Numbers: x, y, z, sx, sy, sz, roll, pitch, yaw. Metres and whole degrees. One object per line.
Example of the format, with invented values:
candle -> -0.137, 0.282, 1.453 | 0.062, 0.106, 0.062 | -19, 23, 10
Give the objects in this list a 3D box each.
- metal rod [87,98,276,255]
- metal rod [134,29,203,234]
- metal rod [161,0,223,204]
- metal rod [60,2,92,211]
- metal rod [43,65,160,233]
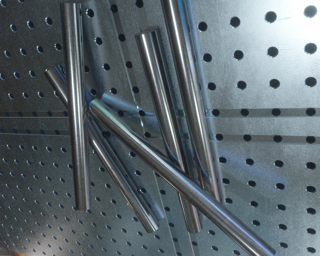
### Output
metal rod -> 0.017, 0.061, 0.402 | 0.300, 0.025, 0.025 | 40, 130, 15
metal rod -> 0.018, 0.022, 0.413 | 0.025, 0.025, 0.298 | -1, 118, 28
metal rod -> 0.045, -0.010, 0.380 | 0.025, 0.025, 0.298 | 0, 119, 28
metal rod -> -0.114, -0.014, 0.431 | 0.025, 0.025, 0.298 | 12, 115, 21
metal rod -> -0.082, 0.042, 0.478 | 0.025, 0.025, 0.299 | -18, 109, 35
